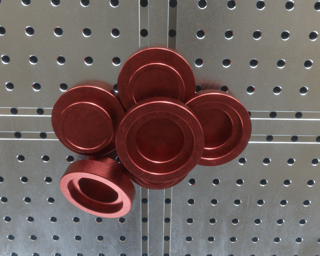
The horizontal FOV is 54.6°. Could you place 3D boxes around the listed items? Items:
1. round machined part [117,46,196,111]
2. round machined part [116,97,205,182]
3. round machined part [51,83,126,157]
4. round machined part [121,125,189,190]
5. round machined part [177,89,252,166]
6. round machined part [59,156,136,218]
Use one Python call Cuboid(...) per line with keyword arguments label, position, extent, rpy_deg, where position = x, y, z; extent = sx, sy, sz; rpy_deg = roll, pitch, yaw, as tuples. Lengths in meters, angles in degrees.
Cuboid(label="round machined part", position=(-0.004, -0.050, 0.386), extent=(0.099, 0.042, 0.097), rpy_deg=(0, 110, 0))
Cuboid(label="round machined part", position=(0.000, 0.010, 0.362), extent=(0.099, 0.042, 0.097), rpy_deg=(0, 110, 0))
Cuboid(label="round machined part", position=(-0.091, -0.006, 0.401), extent=(0.099, 0.042, 0.097), rpy_deg=(0, 110, 0))
Cuboid(label="round machined part", position=(-0.004, 0.042, 0.419), extent=(0.099, 0.042, 0.097), rpy_deg=(0, 110, 0))
Cuboid(label="round machined part", position=(0.064, -0.003, 0.403), extent=(0.099, 0.042, 0.097), rpy_deg=(0, 110, 0))
Cuboid(label="round machined part", position=(-0.079, 0.075, 0.417), extent=(0.098, 0.042, 0.097), rpy_deg=(9, 134, 10))
